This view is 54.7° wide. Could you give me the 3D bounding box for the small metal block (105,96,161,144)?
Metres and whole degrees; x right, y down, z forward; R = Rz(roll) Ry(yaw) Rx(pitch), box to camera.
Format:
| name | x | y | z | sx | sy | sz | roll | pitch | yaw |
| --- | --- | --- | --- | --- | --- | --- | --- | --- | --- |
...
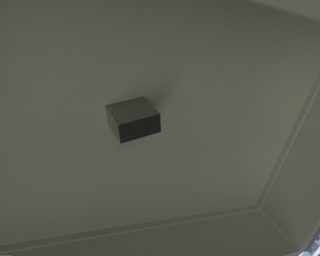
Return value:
| name | x | y | z | sx | sy | sz | roll | pitch | yaw |
| --- | --- | --- | --- | --- | --- | --- | --- | --- | --- |
| small metal block | -0.033 | -0.011 | 0.369 | 0.050 | 0.050 | 0.025 | -16 | 125 | -20 |
